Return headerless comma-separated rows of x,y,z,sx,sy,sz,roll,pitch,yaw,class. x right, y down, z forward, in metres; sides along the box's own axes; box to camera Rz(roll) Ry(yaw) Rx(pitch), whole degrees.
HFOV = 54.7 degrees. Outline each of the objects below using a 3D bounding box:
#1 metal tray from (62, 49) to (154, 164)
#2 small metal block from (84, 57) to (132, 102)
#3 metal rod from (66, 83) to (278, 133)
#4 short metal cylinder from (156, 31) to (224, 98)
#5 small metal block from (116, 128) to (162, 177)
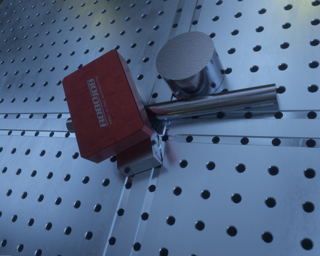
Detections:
-0.073,-0.030,0.410,0.090,0.030,0.130,-27,64,11,metal tray
-0.080,-0.074,0.477,0.050,0.050,0.025,-28,53,10,small metal block
0.000,-0.022,0.421,0.301,0.025,0.025,-7,59,23,metal rod
0.041,-0.083,0.420,0.080,0.050,0.080,-13,56,20,short metal cylinder
-0.029,0.029,0.403,0.050,0.025,0.050,-21,54,15,small metal block
